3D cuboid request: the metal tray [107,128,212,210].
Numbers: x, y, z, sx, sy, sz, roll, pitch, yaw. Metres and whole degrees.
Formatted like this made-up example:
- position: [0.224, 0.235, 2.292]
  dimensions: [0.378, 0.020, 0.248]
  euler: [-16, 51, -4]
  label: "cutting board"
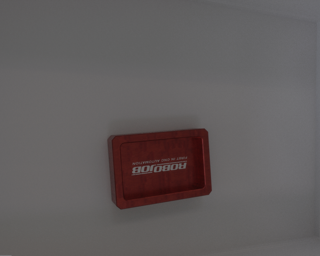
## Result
- position: [0.001, 0.050, 0.408]
  dimensions: [0.131, 0.030, 0.090]
  euler: [-4, 92, -20]
  label: "metal tray"
